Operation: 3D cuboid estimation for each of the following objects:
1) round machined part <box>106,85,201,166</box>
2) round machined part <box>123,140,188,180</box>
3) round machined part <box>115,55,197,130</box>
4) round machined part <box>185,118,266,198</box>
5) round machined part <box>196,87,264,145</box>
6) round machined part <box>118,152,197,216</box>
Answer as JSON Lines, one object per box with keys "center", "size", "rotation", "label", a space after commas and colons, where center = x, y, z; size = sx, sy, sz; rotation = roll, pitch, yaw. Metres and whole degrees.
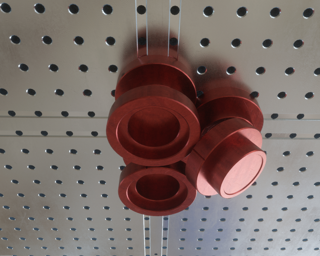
{"center": [-0.007, -0.006, 0.339], "size": [0.099, 0.042, 0.097], "rotation": [0, 130, 0], "label": "round machined part"}
{"center": [-0.004, 0.041, 0.436], "size": [0.099, 0.042, 0.097], "rotation": [0, 130, 0], "label": "round machined part"}
{"center": [-0.005, -0.034, 0.372], "size": [0.099, 0.042, 0.097], "rotation": [0, 130, 0], "label": "round machined part"}
{"center": [0.081, 0.041, 0.352], "size": [0.099, 0.042, 0.097], "rotation": [-22, 134, -24], "label": "round machined part"}
{"center": [0.084, -0.001, 0.401], "size": [0.099, 0.042, 0.097], "rotation": [0, 130, 0], "label": "round machined part"}
{"center": [-0.003, 0.069, 0.403], "size": [0.099, 0.042, 0.097], "rotation": [0, 130, 0], "label": "round machined part"}
